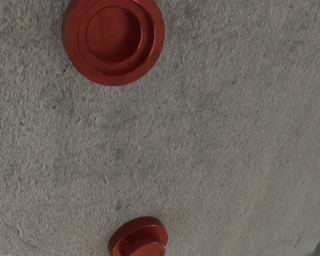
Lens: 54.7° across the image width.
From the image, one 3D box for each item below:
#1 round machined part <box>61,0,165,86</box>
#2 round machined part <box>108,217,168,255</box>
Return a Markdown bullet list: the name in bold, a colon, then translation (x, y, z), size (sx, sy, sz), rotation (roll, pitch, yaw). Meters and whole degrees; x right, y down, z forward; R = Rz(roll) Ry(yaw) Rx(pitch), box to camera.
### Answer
- **round machined part**: translation (-0.048, -0.095, 0.311), size (0.099, 0.042, 0.097), rotation (-14, 124, -21)
- **round machined part**: translation (-0.030, 0.194, 0.499), size (0.099, 0.042, 0.097), rotation (-14, 124, -21)
